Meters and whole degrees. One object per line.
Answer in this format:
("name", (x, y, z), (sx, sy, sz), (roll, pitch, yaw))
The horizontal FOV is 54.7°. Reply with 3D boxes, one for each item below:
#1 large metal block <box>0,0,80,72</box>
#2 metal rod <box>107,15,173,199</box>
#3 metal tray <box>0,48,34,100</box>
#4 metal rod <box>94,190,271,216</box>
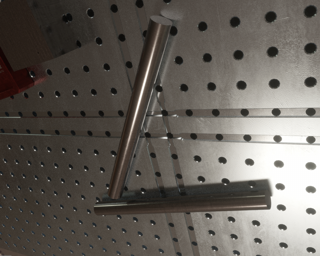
("large metal block", (-0.166, -0.127, 0.402), (0.080, 0.050, 0.080), (-7, 115, 31))
("metal rod", (-0.037, -0.004, 0.426), (0.025, 0.025, 0.298), (27, 128, 11))
("metal tray", (-0.272, -0.088, 0.493), (0.130, 0.030, 0.090), (-11, 113, 32))
("metal rod", (0.014, 0.118, 0.475), (0.300, 0.025, 0.025), (-12, 112, 33))
